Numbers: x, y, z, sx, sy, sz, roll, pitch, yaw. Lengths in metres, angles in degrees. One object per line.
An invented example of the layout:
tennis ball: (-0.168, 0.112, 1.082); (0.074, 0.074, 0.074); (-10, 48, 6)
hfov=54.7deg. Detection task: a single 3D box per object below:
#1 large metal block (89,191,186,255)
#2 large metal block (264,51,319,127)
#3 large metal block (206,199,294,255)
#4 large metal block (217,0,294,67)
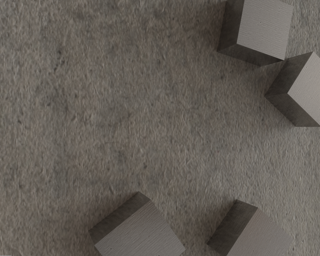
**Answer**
large metal block: (-0.029, 0.140, 0.386); (0.080, 0.050, 0.080); (-36, 102, -17)
large metal block: (0.224, -0.057, 0.481); (0.080, 0.050, 0.080); (39, 78, -16)
large metal block: (0.129, 0.164, 0.446); (0.080, 0.050, 0.080); (42, 77, -16)
large metal block: (0.137, -0.142, 0.448); (0.081, 0.050, 0.080); (13, 86, -20)
